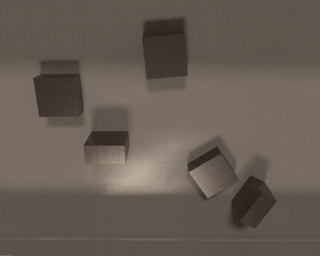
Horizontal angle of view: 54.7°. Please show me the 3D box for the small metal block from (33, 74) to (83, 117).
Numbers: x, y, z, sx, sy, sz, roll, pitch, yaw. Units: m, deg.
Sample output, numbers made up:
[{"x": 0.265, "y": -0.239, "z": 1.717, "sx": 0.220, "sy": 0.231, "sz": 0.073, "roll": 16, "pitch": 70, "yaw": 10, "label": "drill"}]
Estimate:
[{"x": -0.128, "y": -0.042, "z": 0.394, "sx": 0.050, "sy": 0.025, "sz": 0.050, "roll": -1, "pitch": 110, "yaw": 0, "label": "small metal block"}]

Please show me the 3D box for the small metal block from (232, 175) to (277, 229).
[{"x": 0.131, "y": 0.103, "z": 0.438, "sx": 0.025, "sy": 0.050, "sz": 0.050, "roll": 28, "pitch": 108, "yaw": -10, "label": "small metal block"}]

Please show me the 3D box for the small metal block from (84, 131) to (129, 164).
[{"x": -0.068, "y": 0.025, "z": 0.406, "sx": 0.050, "sy": 0.050, "sz": 0.025, "roll": 0, "pitch": 110, "yaw": -1, "label": "small metal block"}]

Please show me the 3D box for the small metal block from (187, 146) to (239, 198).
[{"x": 0.074, "y": 0.062, "z": 0.435, "sx": 0.050, "sy": 0.025, "sz": 0.050, "roll": -32, "pitch": 107, "yaw": 11, "label": "small metal block"}]

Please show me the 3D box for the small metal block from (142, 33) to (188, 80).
[{"x": 0.006, "y": -0.089, "z": 0.379, "sx": 0.050, "sy": 0.025, "sz": 0.050, "roll": -5, "pitch": 110, "yaw": 1, "label": "small metal block"}]
